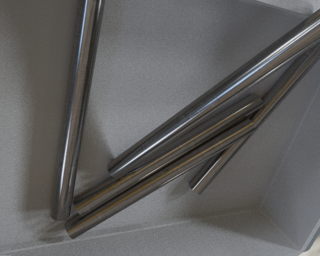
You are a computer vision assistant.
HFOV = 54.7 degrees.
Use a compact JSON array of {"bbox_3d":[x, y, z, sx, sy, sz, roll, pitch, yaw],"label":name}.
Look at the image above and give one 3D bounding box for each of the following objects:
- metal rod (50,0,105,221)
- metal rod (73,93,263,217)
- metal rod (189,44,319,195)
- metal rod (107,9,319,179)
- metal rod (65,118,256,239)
[{"bbox_3d":[-0.095,-0.017,0.346,0.025,0.025,0.298,1,118,-29],"label":"metal rod"},{"bbox_3d":[0.018,0.033,0.440,0.301,0.025,0.025,-30,129,-9],"label":"metal rod"},{"bbox_3d":[0.151,-0.015,0.484,0.025,0.025,0.299,34,99,-39],"label":"metal rod"},{"bbox_3d":[0.046,-0.021,0.345,0.299,0.025,0.025,-36,135,28],"label":"metal rod"},{"bbox_3d":[0.005,0.069,0.446,0.301,0.025,0.025,-30,129,-6],"label":"metal rod"}]
